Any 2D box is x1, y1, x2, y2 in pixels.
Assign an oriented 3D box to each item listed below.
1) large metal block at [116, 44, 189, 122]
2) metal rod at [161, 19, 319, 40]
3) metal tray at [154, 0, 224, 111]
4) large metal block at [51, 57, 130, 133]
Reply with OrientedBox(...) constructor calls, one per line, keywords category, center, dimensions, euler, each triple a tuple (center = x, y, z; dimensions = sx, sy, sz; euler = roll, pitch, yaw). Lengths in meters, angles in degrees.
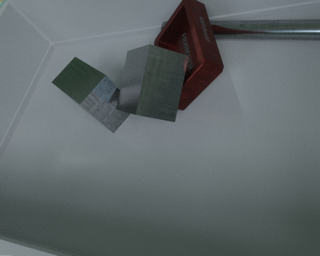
OrientedBox(category="large metal block", center=(-0.013, -0.055, 0.390), dimensions=(0.080, 0.050, 0.079), euler=(18, 97, 65))
OrientedBox(category="metal rod", center=(0.133, -0.132, 0.416), dimensions=(0.300, 0.025, 0.025), euler=(12, 68, 32))
OrientedBox(category="metal tray", center=(0.033, -0.100, 0.416), dimensions=(0.090, 0.030, 0.130), euler=(-46, 41, 43))
OrientedBox(category="large metal block", center=(-0.094, -0.047, 0.447), dimensions=(0.080, 0.080, 0.050), euler=(34, 81, 38))
